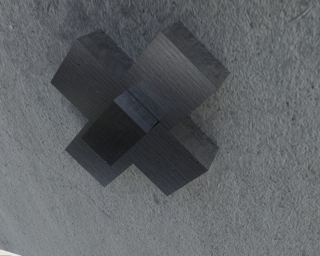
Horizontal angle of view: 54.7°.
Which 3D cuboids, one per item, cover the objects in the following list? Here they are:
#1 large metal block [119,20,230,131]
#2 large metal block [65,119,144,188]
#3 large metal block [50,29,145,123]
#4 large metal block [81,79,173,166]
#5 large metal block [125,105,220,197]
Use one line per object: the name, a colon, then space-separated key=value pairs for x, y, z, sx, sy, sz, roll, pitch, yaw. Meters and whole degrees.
large metal block: x=0.016 y=-0.057 z=0.346 sx=0.080 sy=0.050 sz=0.080 roll=45 pitch=129 yaw=-4
large metal block: x=-0.076 y=0.027 z=0.446 sx=0.080 sy=0.050 sz=0.080 roll=45 pitch=129 yaw=-4
large metal block: x=-0.078 y=-0.063 z=0.392 sx=0.080 sy=0.050 sz=0.080 roll=45 pitch=129 yaw=-4
large metal block: x=-0.038 y=-0.010 z=0.385 sx=0.050 sy=0.080 sz=0.080 roll=45 pitch=129 yaw=-4
large metal block: x=0.015 y=0.030 z=0.401 sx=0.080 sy=0.050 sz=0.080 roll=45 pitch=129 yaw=-4
